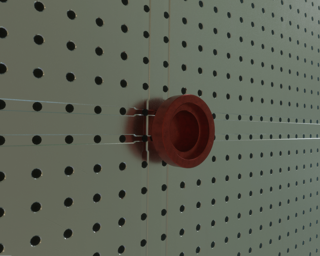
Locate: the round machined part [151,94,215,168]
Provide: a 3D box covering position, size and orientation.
[{"bbox_3d":[0.027,0.004,0.423,0.099,0.042,0.097,0,90,-40],"label":"round machined part"}]
